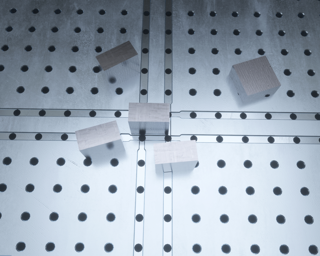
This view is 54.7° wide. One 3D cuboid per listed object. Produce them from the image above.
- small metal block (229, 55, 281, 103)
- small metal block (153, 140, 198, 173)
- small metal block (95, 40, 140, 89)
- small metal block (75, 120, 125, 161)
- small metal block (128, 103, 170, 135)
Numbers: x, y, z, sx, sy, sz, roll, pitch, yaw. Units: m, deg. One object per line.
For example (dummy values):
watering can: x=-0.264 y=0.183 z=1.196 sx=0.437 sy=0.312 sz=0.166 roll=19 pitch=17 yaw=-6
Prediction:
small metal block: x=0.133 y=-0.069 z=0.439 sx=0.050 sy=0.025 sz=0.050 roll=-18 pitch=71 yaw=-7
small metal block: x=0.018 y=0.036 z=0.385 sx=0.050 sy=0.050 sz=0.025 roll=-5 pitch=70 yaw=-2
small metal block: x=-0.057 y=-0.087 z=0.430 sx=0.050 sy=0.050 sz=0.025 roll=-29 pitch=73 yaw=-10
small metal block: x=-0.074 y=0.017 z=0.391 sx=0.050 sy=0.050 sz=0.025 roll=-16 pitch=71 yaw=-6
small metal block: x=-0.014 y=-0.011 z=0.402 sx=0.050 sy=0.050 sz=0.025 roll=1 pitch=70 yaw=0
